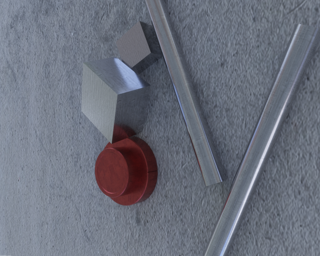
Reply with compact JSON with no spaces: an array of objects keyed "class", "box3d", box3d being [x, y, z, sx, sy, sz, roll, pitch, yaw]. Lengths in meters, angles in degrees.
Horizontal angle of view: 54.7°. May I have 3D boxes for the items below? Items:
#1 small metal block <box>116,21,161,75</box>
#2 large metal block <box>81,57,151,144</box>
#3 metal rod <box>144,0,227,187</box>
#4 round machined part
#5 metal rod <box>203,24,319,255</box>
[{"class":"small metal block","box3d":[-0.029,-0.109,0.427,0.050,0.025,0.050,-30,72,35]},{"class":"large metal block","box3d":[-0.063,-0.039,0.422,0.080,0.050,0.079,42,137,31]},{"class":"metal rod","box3d":[0.021,-0.076,0.385,0.025,0.025,0.299,-27,73,36]},{"class":"round machined part","box3d":[-0.054,0.061,0.436,0.098,0.042,0.097,0,90,39]},{"class":"metal rod","box3d":[0.095,0.044,0.325,0.025,0.025,0.298,28,107,36]}]
